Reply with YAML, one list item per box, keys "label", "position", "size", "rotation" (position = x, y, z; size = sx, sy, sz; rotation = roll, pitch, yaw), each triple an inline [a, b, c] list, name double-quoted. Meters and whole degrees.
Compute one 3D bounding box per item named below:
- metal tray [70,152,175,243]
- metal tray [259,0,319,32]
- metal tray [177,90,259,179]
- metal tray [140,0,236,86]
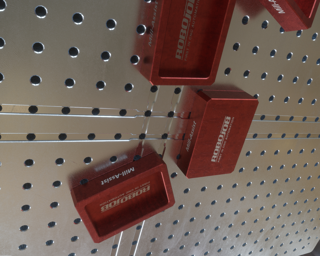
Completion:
- label: "metal tray"
  position: [-0.048, 0.100, 0.442]
  size: [0.131, 0.030, 0.090]
  rotation: [-23, 127, -14]
- label: "metal tray"
  position: [0.141, -0.182, 0.350]
  size: [0.131, 0.030, 0.090]
  rotation: [27, 81, -37]
- label: "metal tray"
  position: [0.084, 0.010, 0.459]
  size: [0.091, 0.030, 0.129]
  rotation: [-2, 119, -28]
- label: "metal tray"
  position: [0.033, -0.114, 0.354]
  size: [0.091, 0.030, 0.129]
  rotation: [-4, 120, -27]
